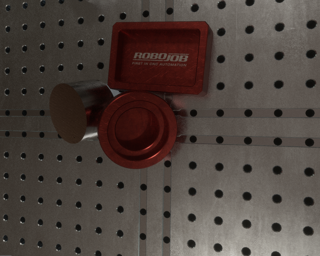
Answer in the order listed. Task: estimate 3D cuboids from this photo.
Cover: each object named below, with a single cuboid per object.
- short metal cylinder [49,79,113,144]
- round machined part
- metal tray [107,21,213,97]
[{"bbox_3d":[-0.105,-0.024,0.420,0.080,0.050,0.079,13,111,37],"label":"short metal cylinder"},{"bbox_3d":[-0.031,0.000,0.397,0.099,0.042,0.097,-3,103,-15],"label":"round machined part"},{"bbox_3d":[-0.001,-0.091,0.409,0.130,0.030,0.089,6,92,19],"label":"metal tray"}]
